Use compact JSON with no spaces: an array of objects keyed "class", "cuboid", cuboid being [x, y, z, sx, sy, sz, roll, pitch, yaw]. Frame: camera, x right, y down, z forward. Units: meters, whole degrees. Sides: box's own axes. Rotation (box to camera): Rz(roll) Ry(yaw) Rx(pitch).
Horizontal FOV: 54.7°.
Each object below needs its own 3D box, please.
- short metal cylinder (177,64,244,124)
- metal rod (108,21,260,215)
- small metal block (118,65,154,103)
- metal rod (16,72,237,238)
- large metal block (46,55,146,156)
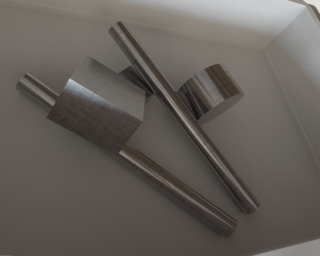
[{"class":"short metal cylinder","cuboid":[0.070,-0.046,0.438,0.081,0.080,0.050,-22,74,-36]},{"class":"metal rod","cuboid":[0.032,-0.013,0.409,0.025,0.025,0.299,-37,90,-39]},{"class":"small metal block","cuboid":[-0.041,-0.049,0.415,0.050,0.025,0.050,45,51,2]},{"class":"metal rod","cuboid":[-0.035,0.035,0.366,0.301,0.025,0.025,36,51,-5]},{"class":"large metal block","cuboid":[-0.065,-0.027,0.341,0.080,0.050,0.080,31,24,-16]}]
